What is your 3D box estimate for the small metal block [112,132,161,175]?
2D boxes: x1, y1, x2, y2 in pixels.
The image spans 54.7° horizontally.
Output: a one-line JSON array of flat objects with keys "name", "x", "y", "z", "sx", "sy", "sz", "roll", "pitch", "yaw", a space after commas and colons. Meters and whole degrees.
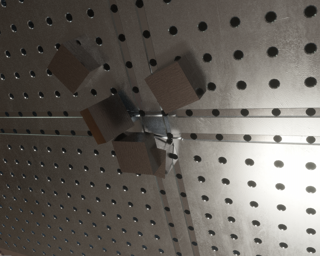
[{"name": "small metal block", "x": -0.031, "y": 0.033, "z": 0.415, "sx": 0.050, "sy": 0.025, "sz": 0.050, "roll": 1, "pitch": 119, "yaw": 27}]

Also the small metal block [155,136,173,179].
[{"name": "small metal block", "x": -0.010, "y": 0.039, "z": 0.439, "sx": 0.050, "sy": 0.025, "sz": 0.050, "roll": 15, "pitch": 125, "yaw": 19}]

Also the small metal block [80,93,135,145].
[{"name": "small metal block", "x": -0.070, "y": -0.012, "z": 0.416, "sx": 0.025, "sy": 0.050, "sz": 0.050, "roll": -15, "pitch": 105, "yaw": 52}]

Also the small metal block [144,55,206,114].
[{"name": "small metal block", "x": 0.018, "y": -0.051, "z": 0.369, "sx": 0.050, "sy": 0.025, "sz": 0.050, "roll": -22, "pitch": 107, "yaw": 36}]

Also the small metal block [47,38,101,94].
[{"name": "small metal block", "x": -0.117, "y": -0.083, "z": 0.420, "sx": 0.050, "sy": 0.025, "sz": 0.050, "roll": 46, "pitch": 129, "yaw": -5}]
